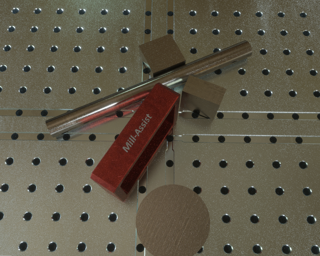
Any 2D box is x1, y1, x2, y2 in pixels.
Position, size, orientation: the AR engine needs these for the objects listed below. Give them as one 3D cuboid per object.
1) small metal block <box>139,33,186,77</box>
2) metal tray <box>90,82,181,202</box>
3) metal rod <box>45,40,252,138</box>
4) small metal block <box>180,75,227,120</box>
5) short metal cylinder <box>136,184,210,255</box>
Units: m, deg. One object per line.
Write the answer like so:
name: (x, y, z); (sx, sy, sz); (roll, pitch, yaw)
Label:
small metal block: (0.003, -0.102, 0.448); (0.050, 0.025, 0.050); (-23, 71, -9)
metal tray: (-0.024, 0.020, 0.369); (0.030, 0.090, 0.130); (31, 73, 10)
metal rod: (-0.009, -0.058, 0.432); (0.302, 0.025, 0.025); (-23, 72, -9)
small metal block: (0.056, -0.040, 0.413); (0.050, 0.050, 0.025); (22, 72, 8)
short metal cylinder: (0.014, 0.109, 0.358); (0.081, 0.050, 0.080); (0, 70, 0)
